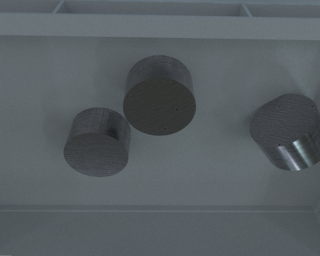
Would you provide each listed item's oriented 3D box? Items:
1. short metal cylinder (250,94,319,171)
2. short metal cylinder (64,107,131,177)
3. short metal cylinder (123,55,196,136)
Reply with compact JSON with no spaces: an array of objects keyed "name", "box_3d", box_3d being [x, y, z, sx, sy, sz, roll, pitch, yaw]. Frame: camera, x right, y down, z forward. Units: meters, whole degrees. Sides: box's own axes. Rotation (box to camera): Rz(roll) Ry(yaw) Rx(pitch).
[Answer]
[{"name":"short metal cylinder","box_3d":[0.159,0.005,0.380,0.080,0.080,0.050,-30,124,22]},{"name":"short metal cylinder","box_3d":[-0.080,0.020,0.408,0.081,0.050,0.079,0,130,0]},{"name":"short metal cylinder","box_3d":[-0.001,-0.037,0.361,0.081,0.050,0.079,0,130,0]}]
